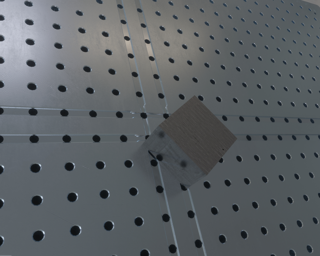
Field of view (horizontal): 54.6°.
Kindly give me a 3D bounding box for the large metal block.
[{"bbox_3d":[0.039,0.017,0.402,0.080,0.050,0.080,46,51,4],"label":"large metal block"}]
